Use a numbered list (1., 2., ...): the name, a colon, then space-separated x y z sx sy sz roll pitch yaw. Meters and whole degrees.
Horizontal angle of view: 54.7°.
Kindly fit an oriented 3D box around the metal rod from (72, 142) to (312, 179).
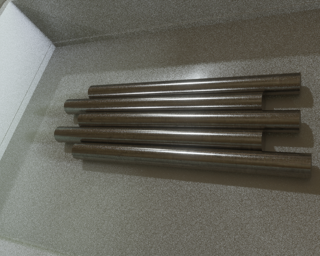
1. metal rod: 0.015 0.035 0.373 0.300 0.025 0.025 1 62 28

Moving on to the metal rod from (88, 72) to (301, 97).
1. metal rod: 0.027 -0.053 0.421 0.300 0.025 0.025 1 62 28

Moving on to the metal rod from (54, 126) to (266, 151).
1. metal rod: -0.020 0.012 0.406 0.300 0.025 0.025 1 62 28

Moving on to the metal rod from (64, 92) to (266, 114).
1. metal rod: -0.013 -0.032 0.429 0.300 0.025 0.025 1 62 28

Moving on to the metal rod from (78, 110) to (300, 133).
1. metal rod: 0.017 -0.009 0.400 0.300 0.025 0.025 1 62 28
